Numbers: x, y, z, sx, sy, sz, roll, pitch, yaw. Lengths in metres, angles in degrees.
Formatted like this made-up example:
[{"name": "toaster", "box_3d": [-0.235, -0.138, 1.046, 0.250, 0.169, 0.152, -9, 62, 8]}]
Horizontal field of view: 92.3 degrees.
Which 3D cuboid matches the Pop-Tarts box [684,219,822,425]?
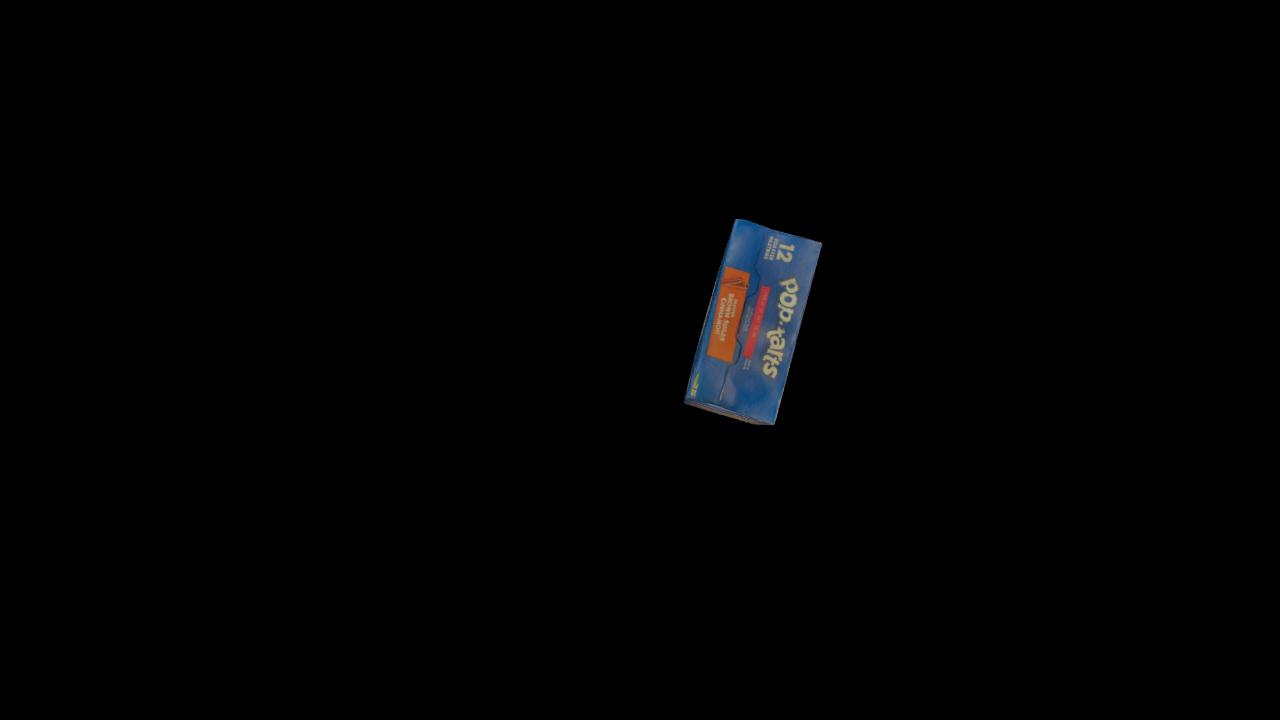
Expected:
[{"name": "Pop-Tarts box", "box_3d": [0.102, -0.028, 0.597, 0.083, 0.167, 0.141, 15, -5, 4]}]
